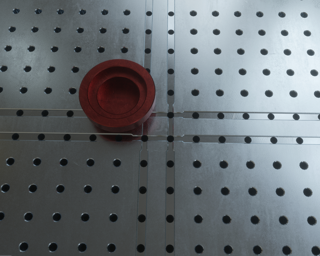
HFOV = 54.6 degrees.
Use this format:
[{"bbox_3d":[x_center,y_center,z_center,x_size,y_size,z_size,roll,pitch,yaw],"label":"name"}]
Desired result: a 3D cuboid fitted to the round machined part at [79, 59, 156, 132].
[{"bbox_3d":[-0.055,-0.040,0.417,0.099,0.042,0.098,0,70,0],"label":"round machined part"}]
